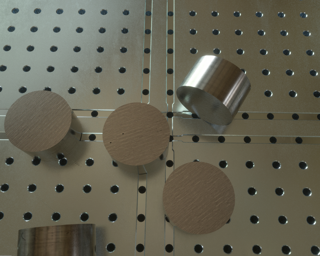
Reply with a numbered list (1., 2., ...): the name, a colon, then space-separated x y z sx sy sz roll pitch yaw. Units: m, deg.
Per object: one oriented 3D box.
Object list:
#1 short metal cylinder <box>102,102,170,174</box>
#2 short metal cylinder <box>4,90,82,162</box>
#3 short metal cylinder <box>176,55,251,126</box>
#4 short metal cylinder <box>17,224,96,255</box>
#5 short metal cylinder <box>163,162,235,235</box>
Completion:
1. short metal cylinder: -0.028 0.014 0.393 0.081 0.050 0.080 0 70 0
2. short metal cylinder: -0.147 -0.001 0.398 0.081 0.050 0.080 0 70 0
3. short metal cylinder: 0.069 -0.047 0.400 0.080 0.080 0.050 30 73 10
4. short metal cylinder: -0.110 0.133 0.333 0.081 0.080 0.050 -5 70 -2
5. short metal cylinder: 0.043 0.085 0.368 0.081 0.050 0.080 0 70 0
